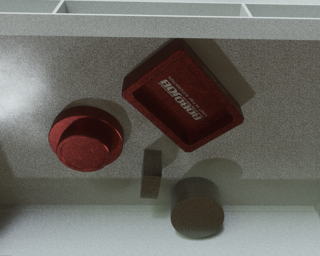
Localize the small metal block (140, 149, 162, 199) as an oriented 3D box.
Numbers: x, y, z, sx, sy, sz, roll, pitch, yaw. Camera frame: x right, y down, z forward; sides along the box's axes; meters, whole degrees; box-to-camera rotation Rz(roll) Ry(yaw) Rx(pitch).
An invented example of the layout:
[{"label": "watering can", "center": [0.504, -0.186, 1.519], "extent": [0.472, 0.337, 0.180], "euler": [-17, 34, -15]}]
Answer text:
[{"label": "small metal block", "center": [-0.013, 0.067, 0.450], "extent": [0.025, 0.050, 0.050], "euler": [5, 130, -5]}]

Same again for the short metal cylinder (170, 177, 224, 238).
[{"label": "short metal cylinder", "center": [0.057, 0.124, 0.487], "extent": [0.081, 0.050, 0.079], "euler": [0, 115, 0]}]

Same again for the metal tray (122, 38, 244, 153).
[{"label": "metal tray", "center": [0.030, -0.033, 0.377], "extent": [0.090, 0.030, 0.130], "euler": [-33, 123, 24]}]

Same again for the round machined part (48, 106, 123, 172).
[{"label": "round machined part", "center": [-0.099, 0.022, 0.415], "extent": [0.099, 0.042, 0.097], "euler": [-1, 130, 0]}]
